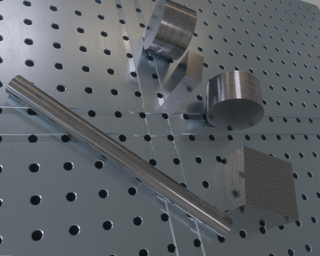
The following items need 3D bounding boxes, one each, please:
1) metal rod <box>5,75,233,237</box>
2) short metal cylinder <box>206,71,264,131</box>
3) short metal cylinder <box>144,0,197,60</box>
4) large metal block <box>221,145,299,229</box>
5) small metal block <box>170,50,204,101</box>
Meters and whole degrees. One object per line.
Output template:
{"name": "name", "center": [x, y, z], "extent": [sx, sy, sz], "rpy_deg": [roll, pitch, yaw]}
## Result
{"name": "metal rod", "center": [-0.042, 0.036, 0.363], "extent": [0.301, 0.025, 0.025], "rpy_deg": [35, 51, -5]}
{"name": "short metal cylinder", "center": [0.108, -0.038, 0.455], "extent": [0.081, 0.080, 0.050], "rpy_deg": [17, 55, -19]}
{"name": "short metal cylinder", "center": [0.014, -0.150, 0.472], "extent": [0.050, 0.080, 0.080], "rpy_deg": [16, 55, -19]}
{"name": "large metal block", "center": [0.130, 0.080, 0.414], "extent": [0.080, 0.050, 0.080], "rpy_deg": [20, 54, -17]}
{"name": "small metal block", "center": [0.040, -0.078, 0.461], "extent": [0.025, 0.050, 0.050], "rpy_deg": [21, 54, -16]}
